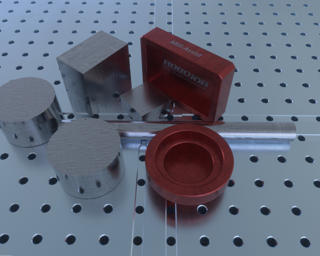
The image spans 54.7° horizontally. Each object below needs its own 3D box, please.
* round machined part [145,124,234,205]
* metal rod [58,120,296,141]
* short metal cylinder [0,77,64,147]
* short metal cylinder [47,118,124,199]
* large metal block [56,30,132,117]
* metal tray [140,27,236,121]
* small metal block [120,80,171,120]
[{"bbox_3d":[0.033,0.045,0.359,0.099,0.042,0.098,0,50,0],"label":"round machined part"},{"bbox_3d":[0.022,0.003,0.405,0.302,0.025,0.025,1,50,0],"label":"metal rod"},{"bbox_3d":[-0.173,-0.022,0.408,0.080,0.050,0.080,0,50,0],"label":"short metal cylinder"},{"bbox_3d":[-0.084,0.035,0.361,0.080,0.050,0.080,0,50,0],"label":"short metal cylinder"},{"bbox_3d":[-0.088,-0.076,0.435,0.050,0.080,0.080,32,57,23],"label":"large metal block"},{"bbox_3d":[0.033,-0.072,0.425,0.130,0.090,0.030,33,58,24],"label":"metal tray"},{"bbox_3d":[-0.020,-0.034,0.436,0.050,0.025,0.050,-32,57,-24],"label":"small metal block"}]
